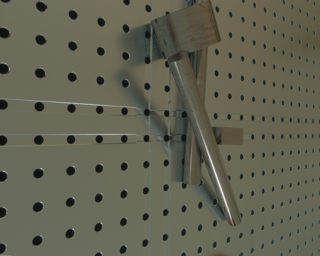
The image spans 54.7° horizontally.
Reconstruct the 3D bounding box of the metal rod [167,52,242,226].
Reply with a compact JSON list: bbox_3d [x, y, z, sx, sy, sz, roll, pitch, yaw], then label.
[{"bbox_3d":[0.072,0.035,0.436,0.025,0.025,0.299,-45,127,-31],"label":"metal rod"}]

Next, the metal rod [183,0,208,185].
[{"bbox_3d":[0.055,-0.068,0.454,0.025,0.025,0.298,6,86,-40],"label":"metal rod"}]

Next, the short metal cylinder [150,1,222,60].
[{"bbox_3d":[0.034,-0.126,0.401,0.081,0.080,0.050,-30,109,-36],"label":"short metal cylinder"}]

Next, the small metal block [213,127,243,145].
[{"bbox_3d":[0.089,0.012,0.467,0.050,0.050,0.025,3,88,-40],"label":"small metal block"}]
